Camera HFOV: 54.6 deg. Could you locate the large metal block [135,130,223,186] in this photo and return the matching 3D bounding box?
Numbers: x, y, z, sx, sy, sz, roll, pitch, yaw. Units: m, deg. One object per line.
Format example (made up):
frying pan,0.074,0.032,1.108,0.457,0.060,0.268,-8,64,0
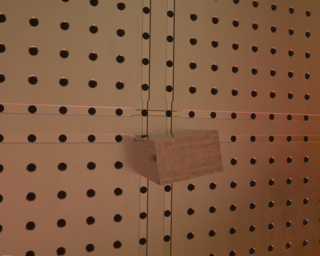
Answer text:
large metal block,0.021,0.033,0.391,0.081,0.080,0.050,-9,93,-20
